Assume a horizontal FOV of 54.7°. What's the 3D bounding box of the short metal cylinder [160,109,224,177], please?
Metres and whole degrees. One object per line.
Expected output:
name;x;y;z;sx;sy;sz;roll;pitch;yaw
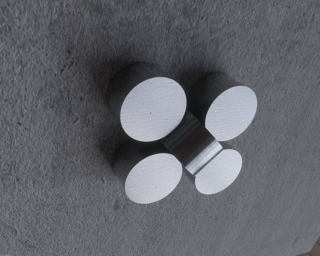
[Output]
short metal cylinder;0.037;0.017;0.405;0.050;0.080;0.080;-43;130;1

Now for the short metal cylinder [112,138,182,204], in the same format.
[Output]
short metal cylinder;-0.017;0.054;0.416;0.081;0.050;0.079;-14;125;-21

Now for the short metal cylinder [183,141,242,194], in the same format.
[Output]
short metal cylinder;0.075;0.052;0.466;0.081;0.050;0.079;-14;125;-21

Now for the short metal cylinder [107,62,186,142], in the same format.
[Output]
short metal cylinder;-0.016;-0.031;0.364;0.081;0.050;0.079;-14;125;-21

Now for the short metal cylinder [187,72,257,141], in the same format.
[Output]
short metal cylinder;0.082;-0.029;0.419;0.081;0.050;0.079;-14;125;-21
